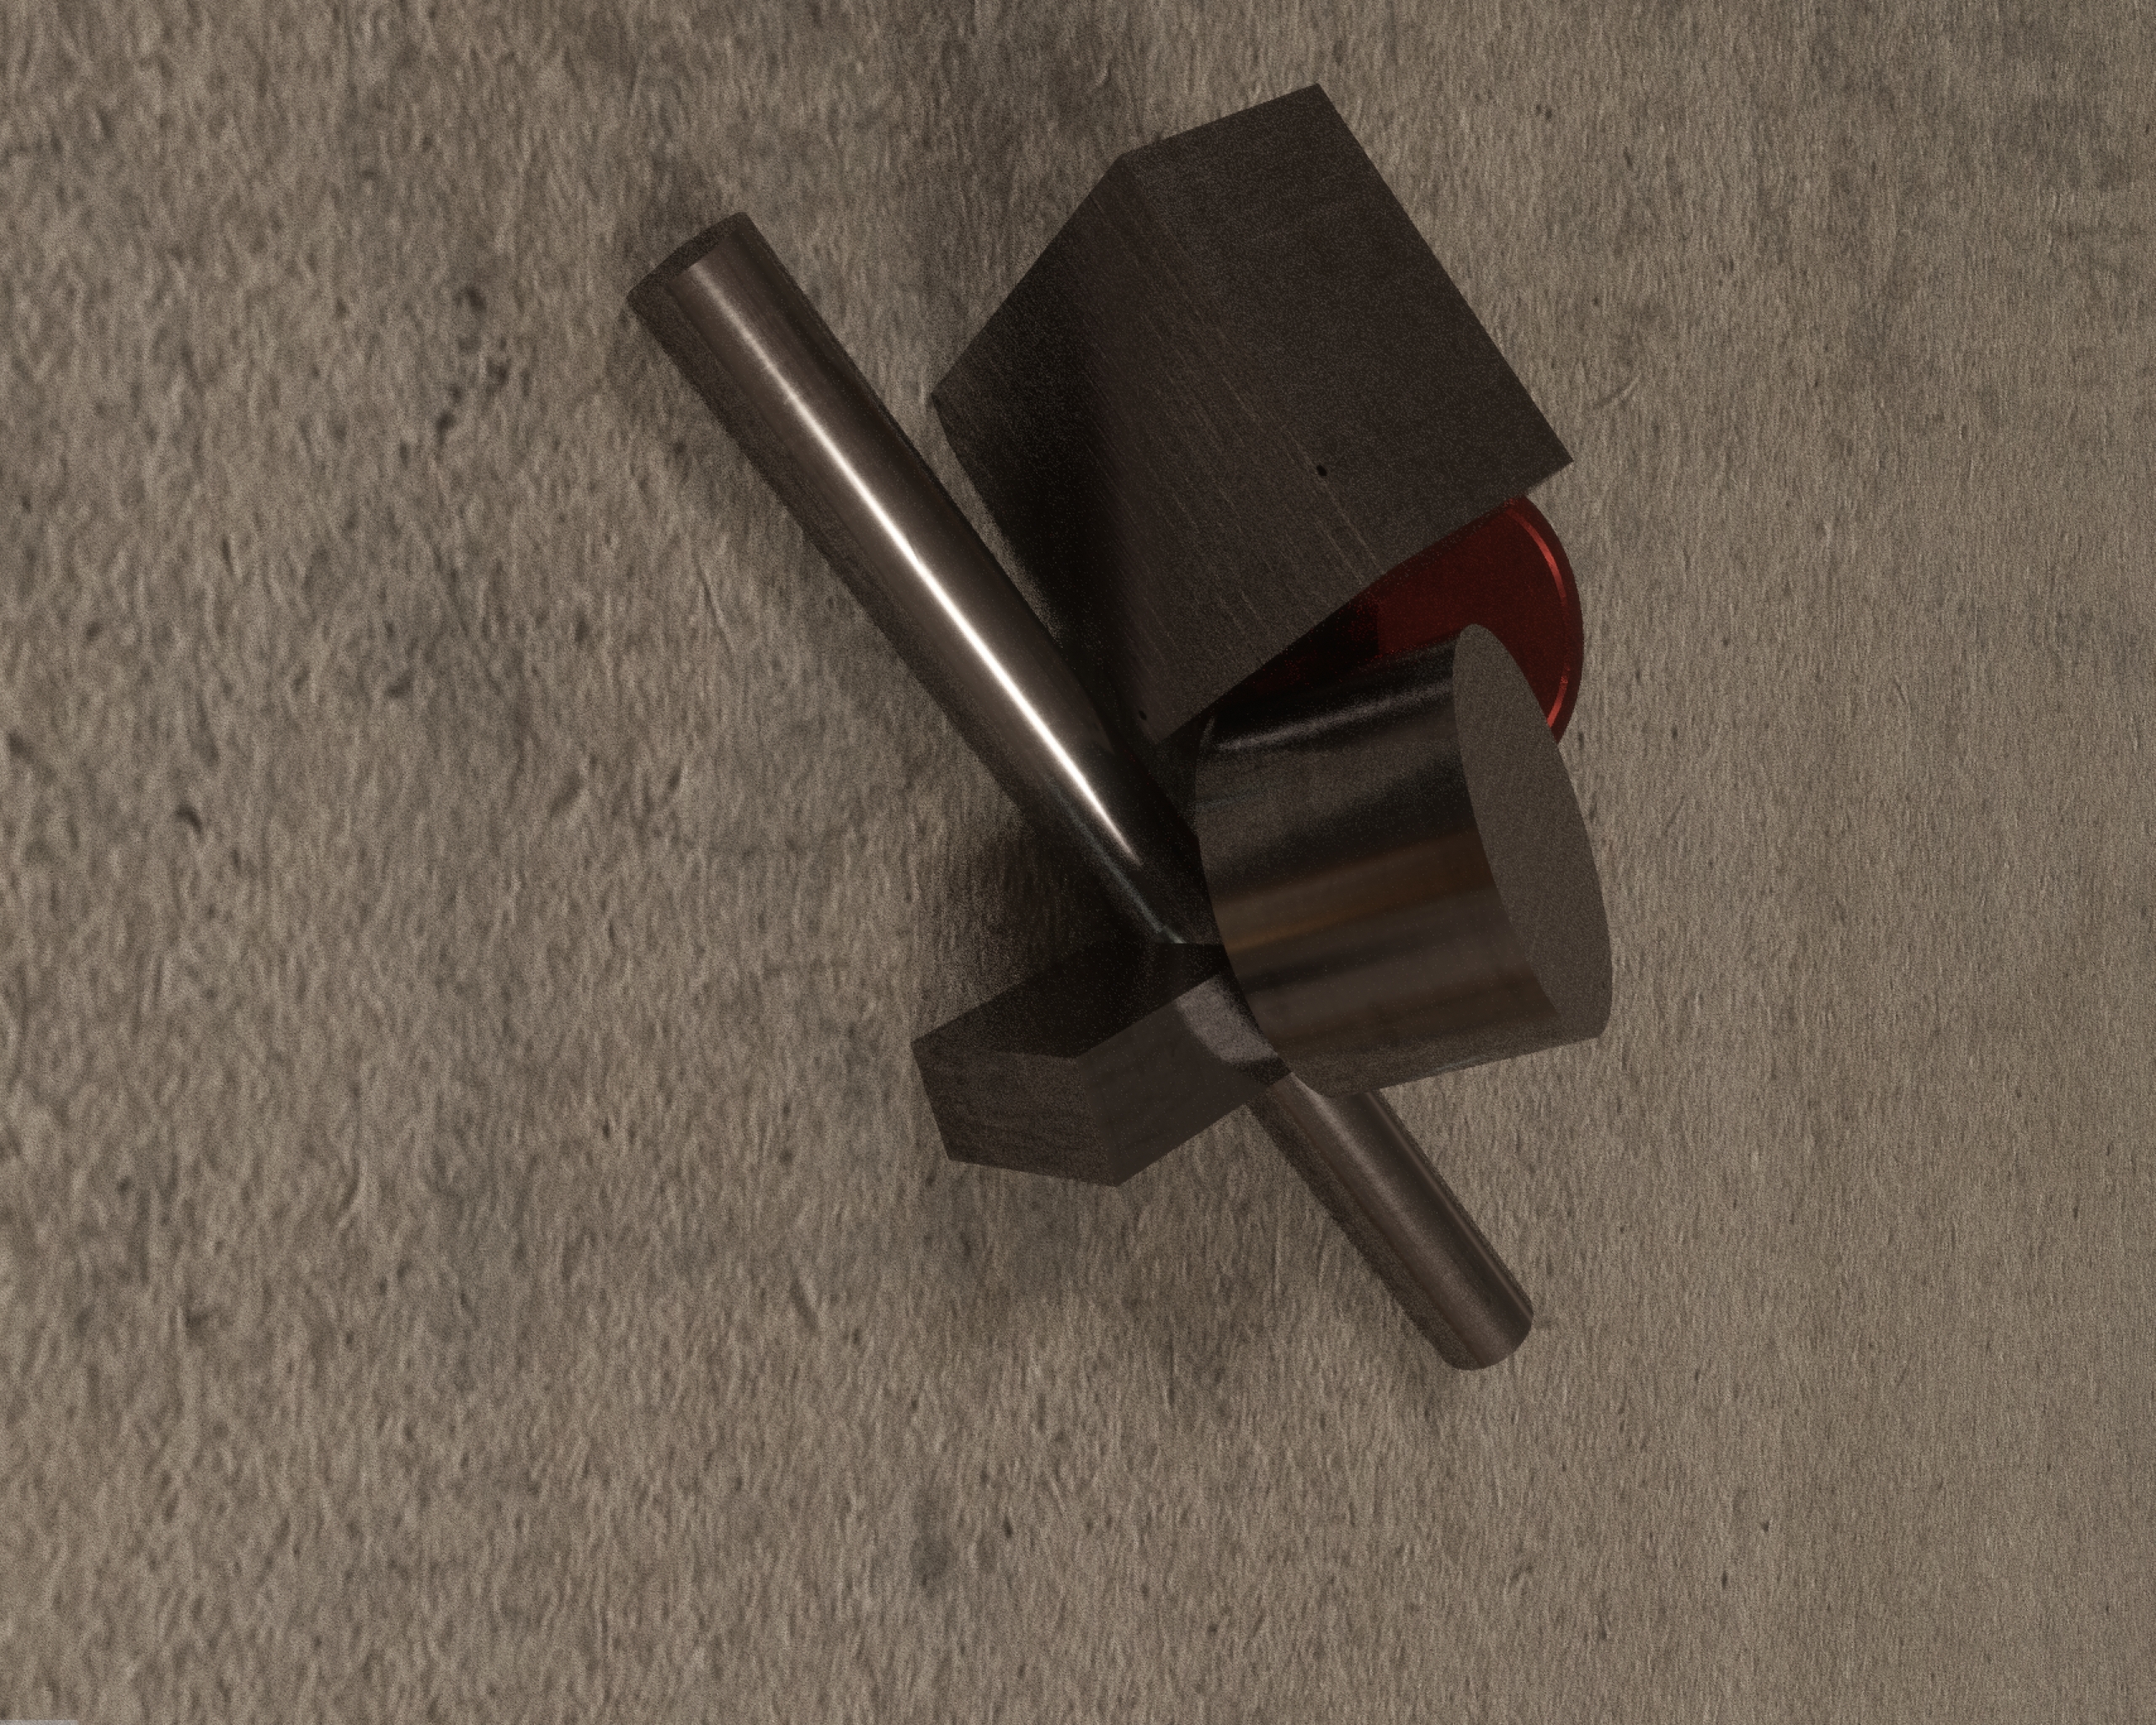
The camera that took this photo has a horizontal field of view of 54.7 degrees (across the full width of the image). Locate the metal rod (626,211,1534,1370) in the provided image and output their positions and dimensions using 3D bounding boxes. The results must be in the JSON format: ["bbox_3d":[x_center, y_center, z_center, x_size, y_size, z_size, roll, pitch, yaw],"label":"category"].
[{"bbox_3d":[0.015,0.003,0.421,0.025,0.025,0.300,-53,121,-27],"label":"metal rod"}]

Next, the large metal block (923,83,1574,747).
[{"bbox_3d":[0.028,-0.079,0.382,0.050,0.080,0.080,-33,89,-34],"label":"large metal block"}]

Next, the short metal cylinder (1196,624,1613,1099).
[{"bbox_3d":[0.063,0.000,0.397,0.080,0.050,0.080,43,39,-47],"label":"short metal cylinder"}]

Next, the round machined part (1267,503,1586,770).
[{"bbox_3d":[0.074,-0.049,0.459,0.099,0.042,0.097,0,90,-40],"label":"round machined part"}]

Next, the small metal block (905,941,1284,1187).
[{"bbox_3d":[0.005,0.036,0.397,0.050,0.050,0.025,-27,107,-38],"label":"small metal block"}]
